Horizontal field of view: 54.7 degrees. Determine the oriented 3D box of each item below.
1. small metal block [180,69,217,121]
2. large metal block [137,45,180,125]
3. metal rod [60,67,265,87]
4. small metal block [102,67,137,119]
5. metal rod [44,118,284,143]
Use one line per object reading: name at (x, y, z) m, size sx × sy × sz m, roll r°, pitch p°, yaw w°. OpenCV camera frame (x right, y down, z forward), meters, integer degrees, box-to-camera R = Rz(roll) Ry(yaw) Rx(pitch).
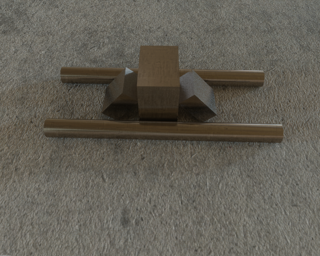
small metal block at (0.051, -0.043, 0.424) m, size 0.025 × 0.050 × 0.050 m, roll -30°, pitch 41°, yaw 31°
large metal block at (-0.002, -0.054, 0.417) m, size 0.050 × 0.080 × 0.080 m, roll 1°, pitch 50°, yaw 0°
metal rod at (0.004, -0.078, 0.470) m, size 0.302 × 0.025 × 0.025 m, roll 1°, pitch 50°, yaw 0°
small metal block at (-0.053, -0.046, 0.425) m, size 0.025 × 0.050 × 0.050 m, roll 28°, pitch 43°, yaw -29°
metal rod at (0.004, 0.003, 0.402) m, size 0.302 × 0.025 × 0.025 m, roll 1°, pitch 50°, yaw 0°
